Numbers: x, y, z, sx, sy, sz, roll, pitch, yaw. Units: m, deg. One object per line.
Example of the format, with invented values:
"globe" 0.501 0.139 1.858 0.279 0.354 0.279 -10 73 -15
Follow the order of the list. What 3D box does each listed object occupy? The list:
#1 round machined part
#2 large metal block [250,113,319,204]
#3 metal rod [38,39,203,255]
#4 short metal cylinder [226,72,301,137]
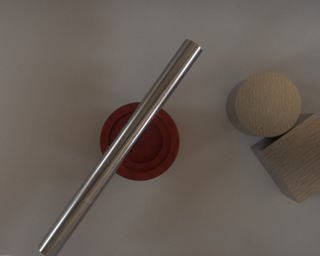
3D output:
"round machined part" -0.025 0.016 0.403 0.099 0.042 0.097 0 90 -1
"large metal block" 0.180 0.037 0.401 0.080 0.050 0.080 -35 90 0
"metal rod" -0.046 0.024 0.368 0.025 0.025 0.299 35 90 -1
"short metal cylinder" 0.131 -0.029 0.401 0.081 0.050 0.079 0 90 -1
